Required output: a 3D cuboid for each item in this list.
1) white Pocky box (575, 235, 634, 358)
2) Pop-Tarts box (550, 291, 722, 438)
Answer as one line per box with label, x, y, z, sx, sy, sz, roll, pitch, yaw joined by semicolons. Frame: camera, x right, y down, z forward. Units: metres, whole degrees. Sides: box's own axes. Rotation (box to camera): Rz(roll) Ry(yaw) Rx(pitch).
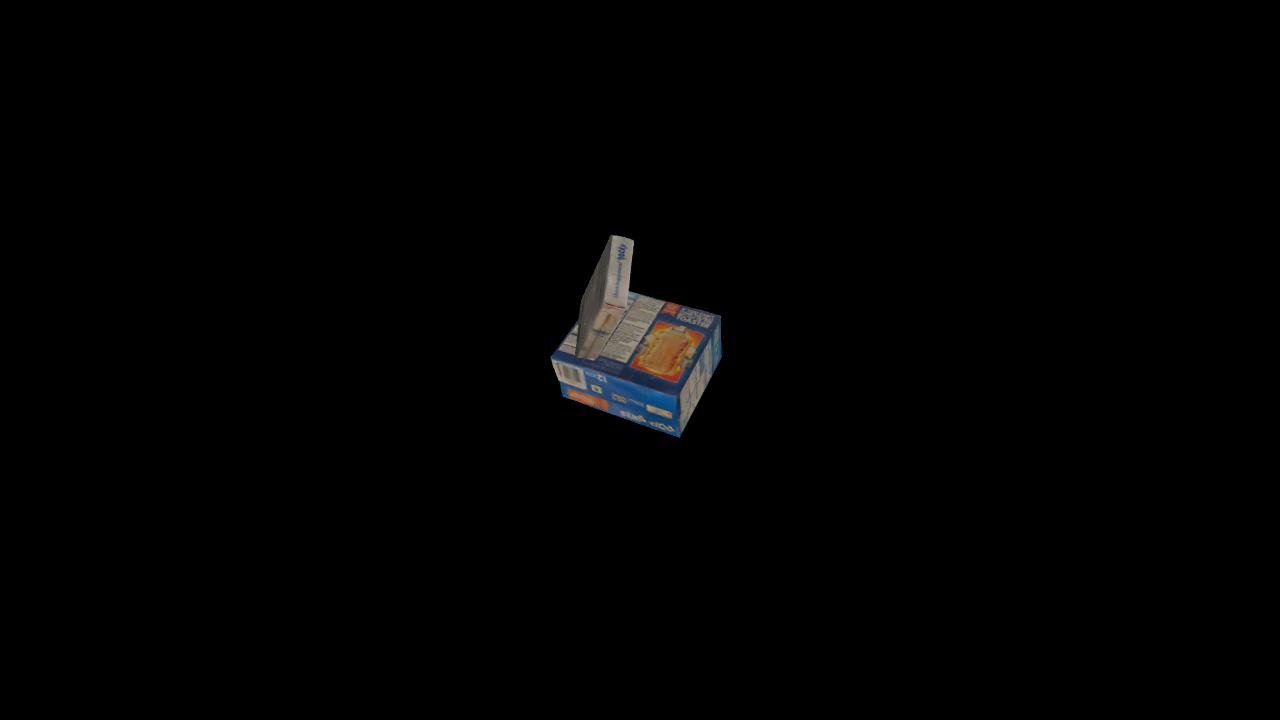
white Pocky box;-0.043;-0.062;0.681;0.028;0.084;0.154;11;-24;-13
Pop-Tarts box;0.000;-0.003;0.769;0.167;0.141;0.083;17;-37;20
